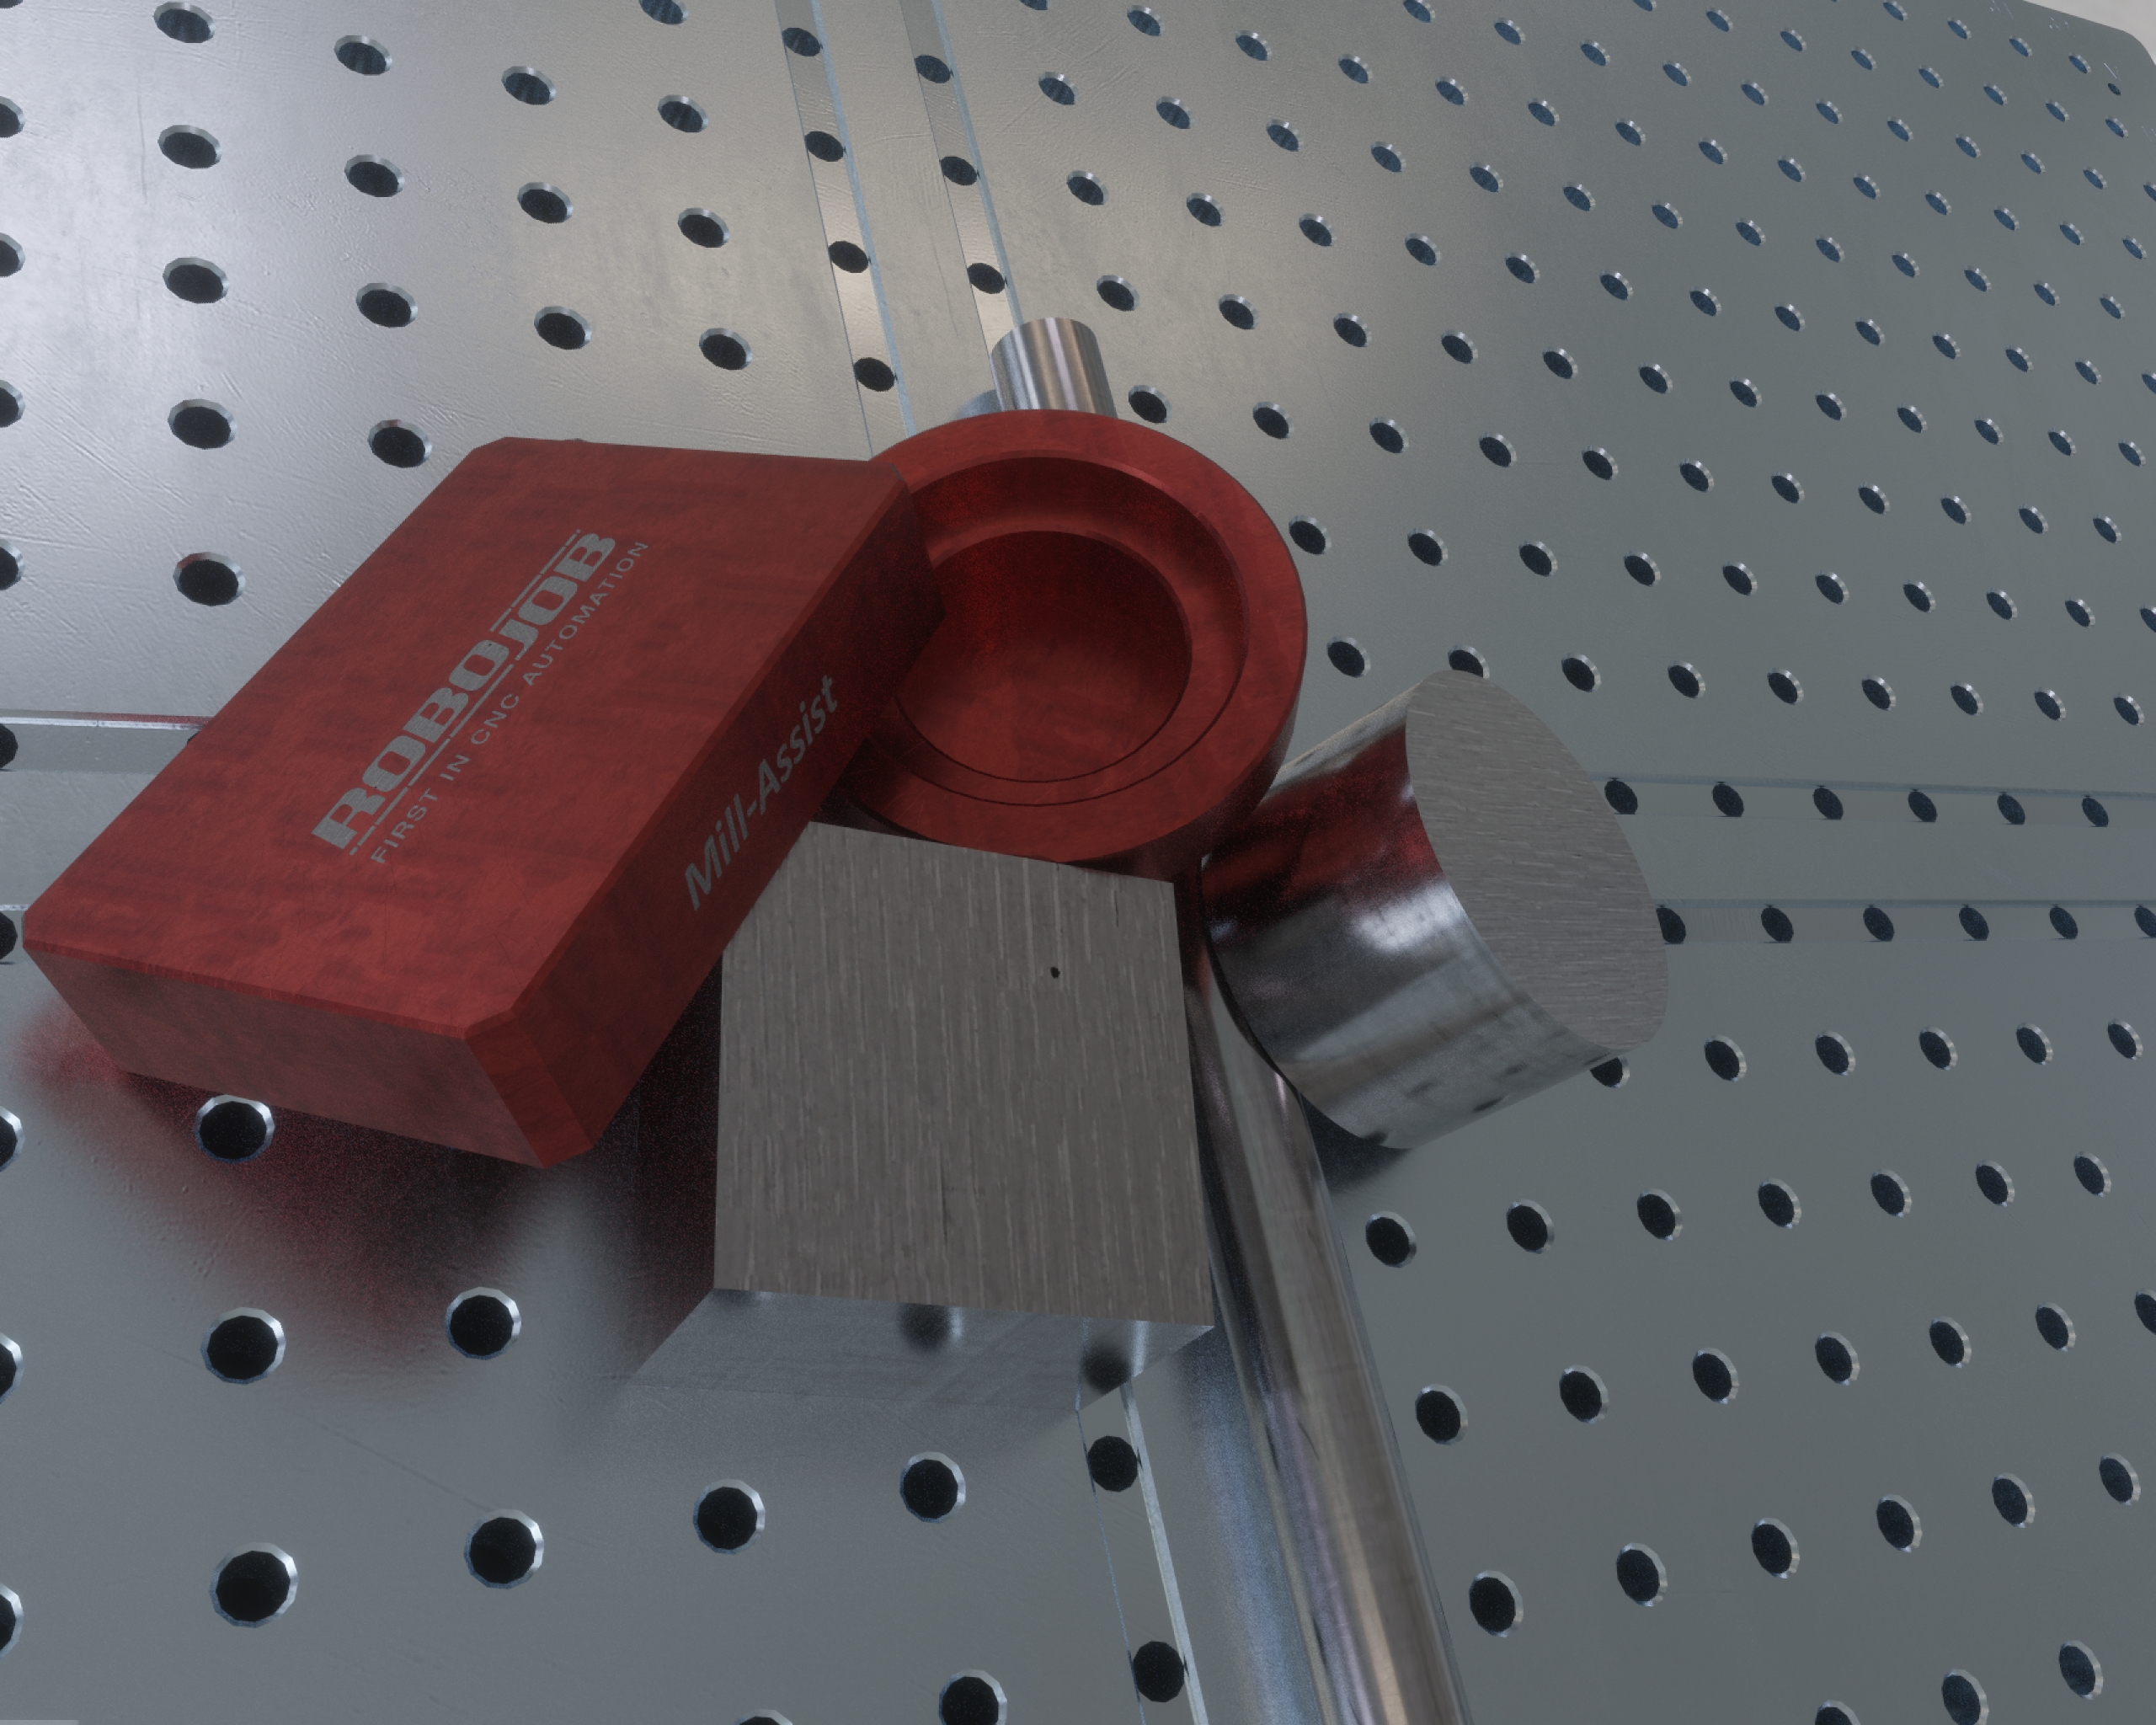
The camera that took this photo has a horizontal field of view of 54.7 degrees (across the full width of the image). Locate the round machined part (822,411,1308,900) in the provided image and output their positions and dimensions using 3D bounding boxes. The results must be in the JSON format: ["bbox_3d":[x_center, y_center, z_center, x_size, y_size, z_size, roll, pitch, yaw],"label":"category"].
[{"bbox_3d":[-0.007,-0.035,0.398,0.099,0.042,0.098,0,64,0],"label":"round machined part"}]

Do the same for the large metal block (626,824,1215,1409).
[{"bbox_3d":[-0.028,0.044,0.350,0.081,0.050,0.080,10,58,-23],"label":"large metal block"}]

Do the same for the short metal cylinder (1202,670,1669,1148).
[{"bbox_3d":[0.070,0.009,0.407,0.080,0.050,0.080,31,43,-33],"label":"short metal cylinder"}]

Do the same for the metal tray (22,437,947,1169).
[{"bbox_3d":[-0.089,-0.018,0.336,0.090,0.030,0.130,8,48,23],"label":"metal tray"}]

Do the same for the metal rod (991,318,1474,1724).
[{"bbox_3d":[0.023,0.016,0.411,0.025,0.025,0.299,1,61,-28],"label":"metal rod"}]
